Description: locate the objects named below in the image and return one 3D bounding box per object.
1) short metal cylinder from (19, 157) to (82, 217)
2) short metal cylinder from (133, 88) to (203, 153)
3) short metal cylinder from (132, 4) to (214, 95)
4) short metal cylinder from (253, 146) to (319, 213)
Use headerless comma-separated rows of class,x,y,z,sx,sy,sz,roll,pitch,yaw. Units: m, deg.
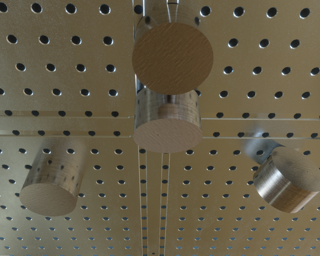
short metal cylinder,-0.163,0.090,0.470,0.081,0.050,0.079,0,130,0
short metal cylinder,0.009,-0.010,0.373,0.081,0.050,0.080,-1,148,0
short metal cylinder,0.013,-0.082,0.326,0.081,0.050,0.079,0,130,0
short metal cylinder,0.182,0.072,0.440,0.081,0.080,0.050,15,128,-13
